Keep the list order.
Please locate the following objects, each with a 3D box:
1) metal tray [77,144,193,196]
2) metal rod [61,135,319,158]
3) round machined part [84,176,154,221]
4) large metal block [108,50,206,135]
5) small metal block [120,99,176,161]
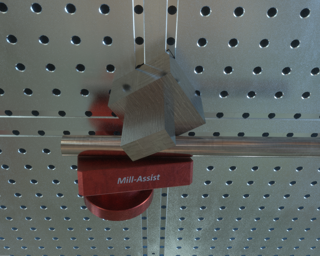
[{"bbox_3d":[-0.034,0.044,0.386,0.131,0.090,0.030,-3,107,-14],"label":"metal tray"},{"bbox_3d":[0.039,0.022,0.365,0.302,0.025,0.025,1,130,-1],"label":"metal rod"},{"bbox_3d":[-0.057,0.075,0.427,0.099,0.098,0.042,3,127,-3],"label":"round machined part"},{"bbox_3d":[-0.002,-0.031,0.369,0.080,0.050,0.080,-26,126,20],"label":"large metal block"},{"bbox_3d":[-0.012,0.002,0.331,0.050,0.050,0.025,-21,127,17],"label":"small metal block"}]
